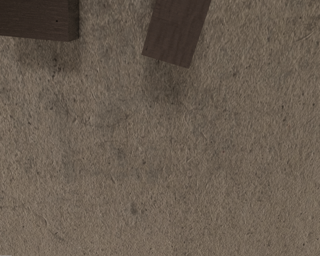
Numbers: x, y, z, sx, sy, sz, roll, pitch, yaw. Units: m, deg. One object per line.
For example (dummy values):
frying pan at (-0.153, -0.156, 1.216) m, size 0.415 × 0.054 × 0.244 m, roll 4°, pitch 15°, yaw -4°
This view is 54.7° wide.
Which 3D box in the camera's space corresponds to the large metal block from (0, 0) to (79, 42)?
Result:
large metal block at (-0.136, -0.142, 0.342) m, size 0.081 × 0.050 × 0.079 m, roll 5°, pitch 110°, yaw -2°

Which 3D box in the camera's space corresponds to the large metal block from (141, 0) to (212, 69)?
large metal block at (0.017, -0.117, 0.338) m, size 0.050 × 0.080 × 0.079 m, roll 16°, pitch 109°, yaw -6°
